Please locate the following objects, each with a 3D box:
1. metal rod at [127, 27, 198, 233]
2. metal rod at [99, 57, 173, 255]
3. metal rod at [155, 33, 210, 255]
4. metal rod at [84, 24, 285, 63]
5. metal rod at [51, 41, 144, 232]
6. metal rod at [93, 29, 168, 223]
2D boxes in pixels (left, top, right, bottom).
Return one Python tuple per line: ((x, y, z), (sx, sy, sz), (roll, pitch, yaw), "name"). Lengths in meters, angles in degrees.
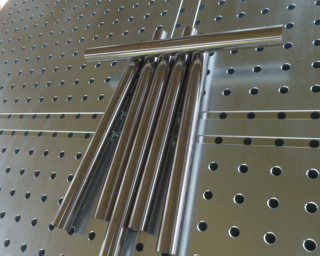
((0.011, -0.015, 0.414), (0.025, 0.025, 0.300), (1, 62, 29), "metal rod")
((-0.025, 0.031, 0.404), (0.025, 0.025, 0.300), (1, 62, 29), "metal rod")
((0.036, 0.000, 0.391), (0.025, 0.025, 0.300), (-2, 60, 27), "metal rod")
((0.015, -0.115, 0.439), (0.300, 0.025, 0.025), (2, 63, 29), "metal rod")
((-0.077, -0.003, 0.450), (0.025, 0.025, 0.300), (8, 65, 31), "metal rod")
((-0.034, -0.019, 0.439), (0.025, 0.025, 0.300), (1, 62, 29), "metal rod")
